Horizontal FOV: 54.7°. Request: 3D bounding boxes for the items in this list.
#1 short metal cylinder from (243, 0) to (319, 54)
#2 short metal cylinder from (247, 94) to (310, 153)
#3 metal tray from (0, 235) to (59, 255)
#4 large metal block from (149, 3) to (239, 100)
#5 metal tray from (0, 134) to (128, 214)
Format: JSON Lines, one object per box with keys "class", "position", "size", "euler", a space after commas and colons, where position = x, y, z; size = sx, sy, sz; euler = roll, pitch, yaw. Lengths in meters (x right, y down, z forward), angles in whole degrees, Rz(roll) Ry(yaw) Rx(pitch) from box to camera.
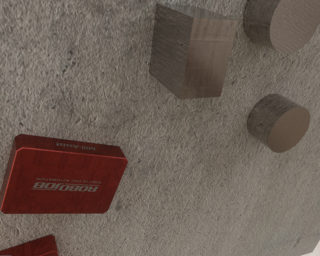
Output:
{"class": "short metal cylinder", "position": [0.152, -0.140, 0.387], "size": [0.081, 0.050, 0.079], "euler": [-14, 124, -21]}
{"class": "short metal cylinder", "position": [0.186, -0.008, 0.487], "size": [0.081, 0.050, 0.079], "euler": [-14, 124, -21]}
{"class": "metal tray", "position": [-0.184, 0.218, 0.438], "size": [0.091, 0.030, 0.129], "euler": [-13, 124, -21]}
{"class": "large metal block", "position": [0.031, -0.085, 0.335], "size": [0.050, 0.080, 0.079], "euler": [-6, 121, -25]}
{"class": "metal tray", "position": [-0.115, 0.061, 0.378], "size": [0.131, 0.030, 0.089], "euler": [10, 113, -33]}
